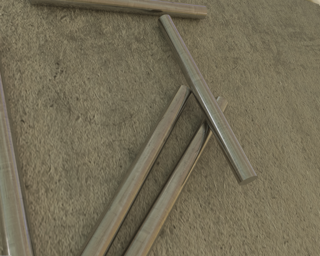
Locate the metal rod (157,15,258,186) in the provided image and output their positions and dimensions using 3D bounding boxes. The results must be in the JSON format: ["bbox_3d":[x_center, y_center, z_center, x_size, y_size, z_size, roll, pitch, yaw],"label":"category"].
[{"bbox_3d":[0.057,-0.058,0.444,0.025,0.025,0.299,-4,56,-30],"label":"metal rod"}]

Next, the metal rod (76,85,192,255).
[{"bbox_3d":[-0.024,0.049,0.360,0.025,0.025,0.301,35,51,-6],"label":"metal rod"}]

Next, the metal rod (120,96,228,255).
[{"bbox_3d":[0.025,0.057,0.382,0.025,0.025,0.301,38,51,-3],"label":"metal rod"}]

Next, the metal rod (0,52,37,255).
[{"bbox_3d":[-0.158,0.014,0.309,0.025,0.025,0.299,-7,65,-31],"label":"metal rod"}]

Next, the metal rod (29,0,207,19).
[{"bbox_3d":[-0.048,-0.198,0.498,0.303,0.025,0.025,-8,66,-32],"label":"metal rod"}]
